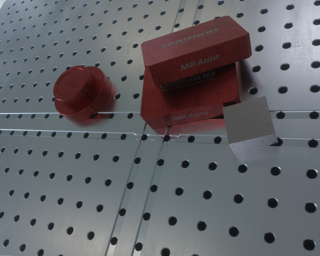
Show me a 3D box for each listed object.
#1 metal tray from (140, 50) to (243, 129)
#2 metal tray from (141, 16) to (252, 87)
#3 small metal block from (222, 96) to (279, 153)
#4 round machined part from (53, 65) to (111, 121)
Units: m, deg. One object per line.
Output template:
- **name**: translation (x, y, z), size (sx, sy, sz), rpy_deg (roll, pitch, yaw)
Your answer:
- **metal tray**: translation (0.041, -0.054, 0.417), size (0.130, 0.030, 0.090), rpy_deg (-10, 57, 22)
- **metal tray**: translation (0.043, -0.105, 0.412), size (0.131, 0.030, 0.090), rpy_deg (-17, 34, 4)
- **small metal block**: translation (0.103, -0.003, 0.356), size (0.050, 0.025, 0.050), rpy_deg (-15, 56, 19)
- **round machined part**: translation (-0.133, -0.063, 0.506), size (0.098, 0.042, 0.098), rpy_deg (-13, 56, 21)
